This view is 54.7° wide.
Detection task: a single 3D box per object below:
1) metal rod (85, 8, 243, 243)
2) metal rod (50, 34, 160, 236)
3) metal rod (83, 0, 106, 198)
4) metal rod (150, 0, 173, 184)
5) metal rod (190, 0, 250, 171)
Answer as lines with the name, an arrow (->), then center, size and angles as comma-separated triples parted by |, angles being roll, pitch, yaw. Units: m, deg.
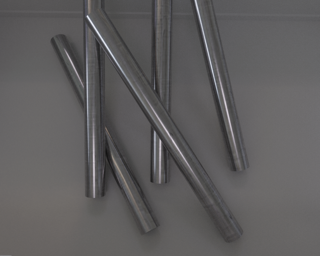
metal rod -> 0.007, 0.001, 0.354 | 0.025, 0.025, 0.299 | -33, 94, -11
metal rod -> -0.080, -0.004, 0.410 | 0.025, 0.025, 0.299 | -26, 72, -9
metal rod -> -0.079, -0.066, 0.371 | 0.025, 0.025, 0.298 | 0, 94, 0
metal rod -> 0.002, -0.082, 0.374 | 0.025, 0.025, 0.298 | 1, 95, 0
metal rod -> 0.064, -0.093, 0.376 | 0.025, 0.025, 0.298 | -15, 97, -5
